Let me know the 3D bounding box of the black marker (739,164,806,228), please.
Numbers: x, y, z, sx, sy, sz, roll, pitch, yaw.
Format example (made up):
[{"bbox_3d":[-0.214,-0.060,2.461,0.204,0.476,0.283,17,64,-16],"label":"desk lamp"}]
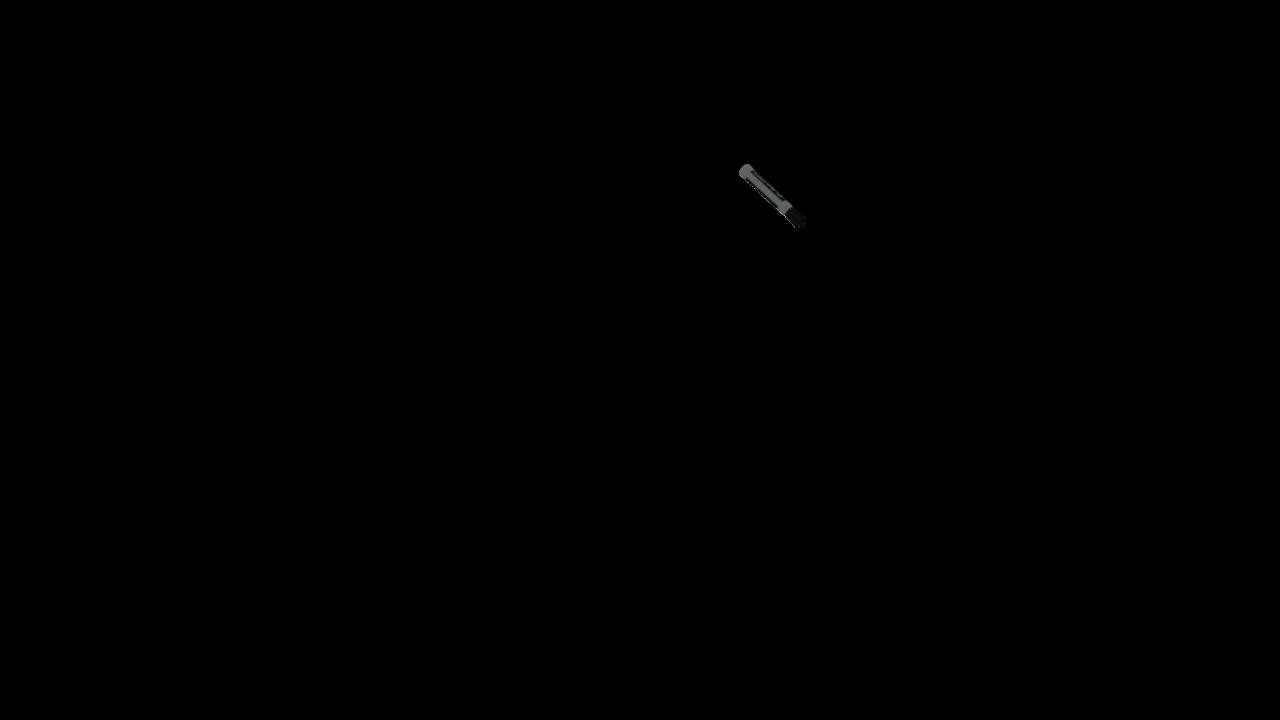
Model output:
[{"bbox_3d":[0.177,-0.217,0.817,0.020,0.121,0.020,-32,-23,-15],"label":"black marker"}]
